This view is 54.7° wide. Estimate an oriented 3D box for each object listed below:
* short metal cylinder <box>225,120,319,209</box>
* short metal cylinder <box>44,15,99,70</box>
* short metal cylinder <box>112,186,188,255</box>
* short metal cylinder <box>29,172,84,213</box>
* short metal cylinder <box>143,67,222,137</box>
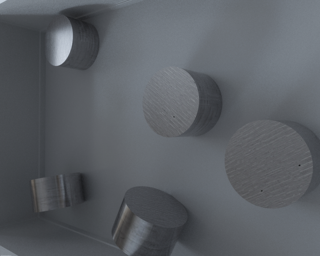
[{"bbox_3d":[0.111,0.032,0.298,0.080,0.050,0.079,0,90,39],"label":"short metal cylinder"},{"bbox_3d":[-0.145,-0.138,0.507,0.080,0.050,0.079,0,90,39],"label":"short metal cylinder"},{"bbox_3d":[-0.013,0.115,0.380,0.080,0.081,0.050,33,110,35],"label":"short metal cylinder"},{"bbox_3d":[-0.168,0.104,0.507,0.080,0.081,0.050,-16,80,38],"label":"short metal cylinder"},{"bbox_3d":[0.026,-0.029,0.368,0.080,0.050,0.079,0,90,39],"label":"short metal cylinder"}]
